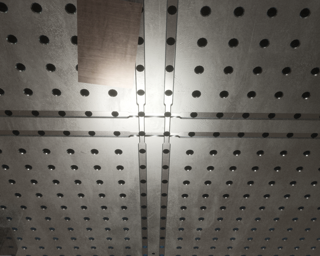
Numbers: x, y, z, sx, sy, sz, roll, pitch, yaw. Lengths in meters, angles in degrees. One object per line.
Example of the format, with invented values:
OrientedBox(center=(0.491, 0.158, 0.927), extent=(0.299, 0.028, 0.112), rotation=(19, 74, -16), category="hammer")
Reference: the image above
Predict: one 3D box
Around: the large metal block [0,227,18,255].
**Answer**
OrientedBox(center=(-0.327, 0.232, 0.588), extent=(0.081, 0.050, 0.079), rotation=(4, 130, -4), category="large metal block")

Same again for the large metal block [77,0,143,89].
OrientedBox(center=(-0.045, -0.095, 0.294), extent=(0.050, 0.080, 0.079), rotation=(7, 130, -6), category="large metal block")
